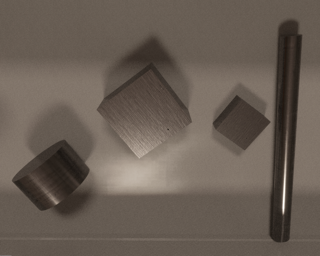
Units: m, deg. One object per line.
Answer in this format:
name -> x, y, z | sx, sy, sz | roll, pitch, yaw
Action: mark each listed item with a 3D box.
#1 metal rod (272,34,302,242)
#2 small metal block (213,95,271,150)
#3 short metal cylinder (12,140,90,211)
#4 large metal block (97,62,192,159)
metal rod -> 0.172, 0.028, 0.423 | 0.025, 0.025, 0.298 | -5, 110, 1
small metal block -> 0.107, -0.007, 0.410 | 0.050, 0.025, 0.050 | 35, 106, -12
short metal cylinder -> -0.140, 0.060, 0.402 | 0.080, 0.080, 0.050 | -32, 107, 11
large metal block -> -0.018, -0.023, 0.389 | 0.080, 0.050, 0.080 | -35, 107, 12
